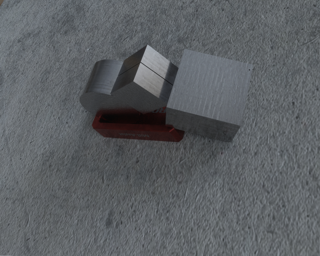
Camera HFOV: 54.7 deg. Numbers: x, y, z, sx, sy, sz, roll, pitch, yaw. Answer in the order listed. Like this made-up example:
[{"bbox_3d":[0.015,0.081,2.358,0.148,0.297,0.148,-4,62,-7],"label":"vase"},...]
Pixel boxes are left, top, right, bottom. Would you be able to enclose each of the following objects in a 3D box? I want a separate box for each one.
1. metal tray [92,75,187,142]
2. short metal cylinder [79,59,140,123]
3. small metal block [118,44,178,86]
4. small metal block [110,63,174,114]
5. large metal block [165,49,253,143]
[{"bbox_3d":[-0.023,-0.030,0.433,0.130,0.030,0.090,2,63,29],"label":"metal tray"},{"bbox_3d":[-0.060,-0.046,0.413,0.080,0.080,0.050,1,63,29],"label":"short metal cylinder"},{"bbox_3d":[-0.013,-0.066,0.370,0.050,0.050,0.025,-17,49,51],"label":"small metal block"},{"bbox_3d":[-0.021,-0.044,0.359,0.050,0.050,0.025,-17,49,51],"label":"small metal block"},{"bbox_3d":[0.056,-0.037,0.364,0.080,0.050,0.080,15,67,6],"label":"large metal block"}]
